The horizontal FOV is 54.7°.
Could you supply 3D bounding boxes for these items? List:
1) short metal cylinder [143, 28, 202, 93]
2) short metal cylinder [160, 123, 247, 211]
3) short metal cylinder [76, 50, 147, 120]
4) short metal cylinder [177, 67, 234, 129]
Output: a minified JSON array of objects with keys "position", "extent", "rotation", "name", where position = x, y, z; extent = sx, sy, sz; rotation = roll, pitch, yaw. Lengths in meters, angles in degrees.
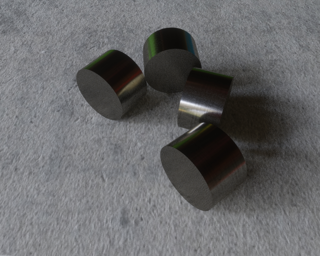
[{"position":[0.016,-0.097,0.449],"extent":[0.081,0.080,0.050],"rotation":[-3,50,-3],"name":"short metal cylinder"},{"position":[0.045,0.041,0.334],"extent":[0.050,0.080,0.080],"rotation":[-32,57,-24],"name":"short metal cylinder"},{"position":[-0.064,-0.057,0.415],"extent":[0.080,0.080,0.050],"rotation":[30,56,22],"name":"short metal cylinder"},{"position":[0.059,-0.033,0.396],"extent":[0.050,0.080,0.080],"rotation":[16,52,13],"name":"short metal cylinder"}]
